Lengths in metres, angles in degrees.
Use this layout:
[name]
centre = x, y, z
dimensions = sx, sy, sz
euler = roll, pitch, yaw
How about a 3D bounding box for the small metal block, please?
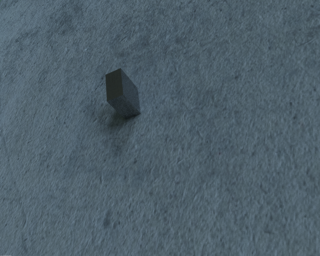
[small metal block]
centre = -0.053, -0.048, 0.443
dimensions = 0.025, 0.050, 0.050
euler = -21, 54, 16
